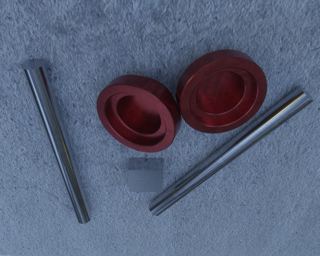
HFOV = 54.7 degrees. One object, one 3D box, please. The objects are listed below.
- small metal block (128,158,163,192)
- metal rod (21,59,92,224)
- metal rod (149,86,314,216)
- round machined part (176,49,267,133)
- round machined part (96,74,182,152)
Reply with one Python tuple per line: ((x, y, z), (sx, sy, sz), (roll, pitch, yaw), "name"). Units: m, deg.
((-0.021, 0.071, 0.468), (0.050, 0.025, 0.050), (1, 130, -1), "small metal block")
((-0.136, 0.042, 0.441), (0.025, 0.025, 0.298), (-2, 130, 1), "metal rod")
((0.084, 0.048, 0.448), (0.025, 0.025, 0.299), (31, 123, -24), "metal rod")
((0.066, -0.044, 0.352), (0.099, 0.042, 0.097), (-7, 129, -8), "round machined part")
((-0.021, -0.021, 0.364), (0.098, 0.042, 0.097), (15, 135, 16), "round machined part")
